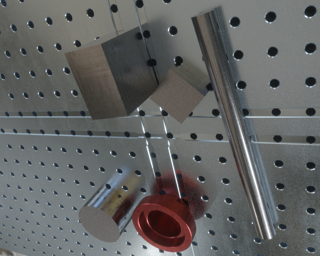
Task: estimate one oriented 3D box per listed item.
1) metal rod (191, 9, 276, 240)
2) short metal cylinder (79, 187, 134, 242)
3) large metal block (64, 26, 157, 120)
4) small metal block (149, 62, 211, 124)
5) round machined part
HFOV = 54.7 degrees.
[{"bbox_3d":[0.094,0.013,0.368,0.025,0.025,0.298,-8,115,31],"label":"metal rod"},{"bbox_3d":[-0.091,0.149,0.533,0.080,0.050,0.079,13,124,20],"label":"short metal cylinder"},{"bbox_3d":[-0.051,-0.065,0.361,0.050,0.080,0.080,-4,116,30],"label":"large metal block"},{"bbox_3d":[0.024,-0.042,0.372,0.050,0.025,0.050,39,129,1],"label":"small metal block"},{"bbox_3d":[0.010,0.142,0.481,0.098,0.042,0.097,13,124,20],"label":"round machined part"}]
